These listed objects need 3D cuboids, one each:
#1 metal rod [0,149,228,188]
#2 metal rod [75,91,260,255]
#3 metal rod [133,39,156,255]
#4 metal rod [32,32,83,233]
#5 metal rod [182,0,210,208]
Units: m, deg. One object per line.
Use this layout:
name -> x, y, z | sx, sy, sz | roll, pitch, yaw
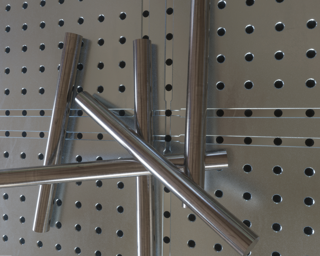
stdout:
metal rod -> -0.067, 0.053, 0.396 | 0.302, 0.025, 0.025 | -6, 88, 5
metal rod -> -0.014, 0.034, 0.369 | 0.300, 0.025, 0.025 | 38, 102, 34
metal rod -> -0.021, 0.031, 0.419 | 0.025, 0.025, 0.298 | -1, 90, 19
metal rod -> -0.154, 0.009, 0.465 | 0.025, 0.025, 0.298 | 12, 94, 19
metal rod -> 0.045, -0.057, 0.374 | 0.025, 0.025, 0.298 | 0, 82, 19
